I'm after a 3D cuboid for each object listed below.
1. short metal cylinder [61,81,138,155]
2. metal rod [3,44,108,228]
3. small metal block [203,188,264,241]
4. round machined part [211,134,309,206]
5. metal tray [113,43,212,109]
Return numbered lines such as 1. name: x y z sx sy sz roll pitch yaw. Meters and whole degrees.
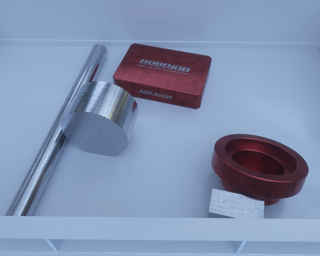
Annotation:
1. short metal cylinder: -0.071 -0.010 0.377 0.080 0.080 0.050 9 51 7
2. metal rod: -0.124 -0.015 0.416 0.025 0.025 0.300 8 50 6
3. small metal block: 0.074 0.089 0.314 0.050 0.050 0.025 11 54 8
4. round machined part: 0.105 0.047 0.340 0.099 0.042 0.098 7 25 -3
5. metal tray: 0.006 -0.081 0.470 0.131 0.030 0.090 12 51 9
